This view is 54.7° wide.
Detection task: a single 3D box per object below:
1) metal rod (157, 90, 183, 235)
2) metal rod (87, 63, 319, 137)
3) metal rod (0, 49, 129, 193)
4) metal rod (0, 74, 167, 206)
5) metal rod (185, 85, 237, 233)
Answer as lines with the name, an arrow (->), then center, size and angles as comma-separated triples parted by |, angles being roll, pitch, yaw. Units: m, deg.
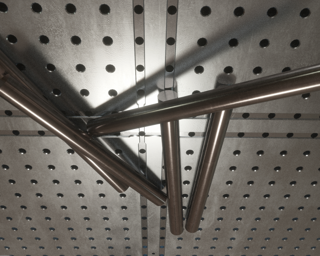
metal rod -> 0.020, 0.074, 0.474 | 0.025, 0.025, 0.298 | -4, 130, 2
metal rod -> 0.041, -0.026, 0.343 | 0.300, 0.025, 0.025 | -11, 131, 27
metal rod -> -0.132, -0.007, 0.403 | 0.025, 0.025, 0.300 | -24, 127, 18
metal rod -> -0.083, 0.035, 0.419 | 0.025, 0.025, 0.300 | -28, 131, 21
metal rod -> 0.070, 0.068, 0.470 | 0.025, 0.025, 0.298 | 3, 130, -3
